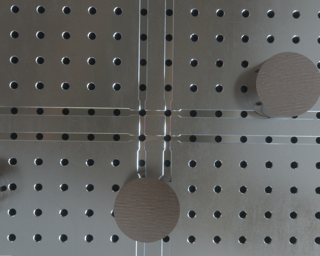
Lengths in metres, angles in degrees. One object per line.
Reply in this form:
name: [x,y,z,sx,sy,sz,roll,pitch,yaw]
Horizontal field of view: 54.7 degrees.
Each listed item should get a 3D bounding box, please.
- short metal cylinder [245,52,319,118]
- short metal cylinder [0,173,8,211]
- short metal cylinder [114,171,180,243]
short metal cylinder: [0.157,-0.053,0.403,0.081,0.050,0.079,0,90,-1]
short metal cylinder: [-0.248,0.087,0.398,0.081,0.050,0.079,0,90,-1]
short metal cylinder: [-0.016,0.099,0.401,0.081,0.050,0.079,0,90,-1]
